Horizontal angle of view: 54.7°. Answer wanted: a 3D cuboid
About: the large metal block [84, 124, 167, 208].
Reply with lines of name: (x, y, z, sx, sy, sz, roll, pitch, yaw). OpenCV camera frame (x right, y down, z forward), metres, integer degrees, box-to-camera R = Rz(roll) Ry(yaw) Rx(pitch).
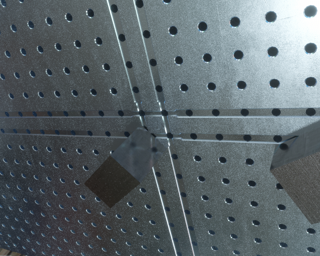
large metal block: (-0.048, 0.053, 0.432, 0.050, 0.080, 0.080, 44, 129, -2)

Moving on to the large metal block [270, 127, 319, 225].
large metal block: (0.179, 0.047, 0.330, 0.080, 0.050, 0.080, -32, 101, 38)
